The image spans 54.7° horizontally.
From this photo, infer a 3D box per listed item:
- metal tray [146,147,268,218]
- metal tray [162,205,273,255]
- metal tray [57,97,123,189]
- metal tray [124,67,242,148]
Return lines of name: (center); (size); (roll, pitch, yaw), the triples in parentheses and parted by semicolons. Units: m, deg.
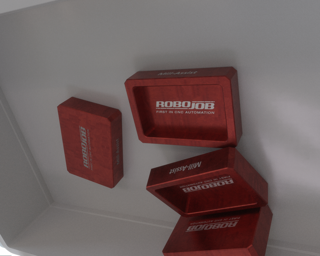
metal tray: (0.059, 0.075, 0.399); (0.130, 0.030, 0.090); (-21, 129, 36)
metal tray: (0.076, 0.140, 0.412); (0.130, 0.090, 0.030); (-20, 107, 36)
metal tray: (-0.104, 0.024, 0.475); (0.090, 0.030, 0.129); (16, 125, 19)
metal tray: (0.028, -0.024, 0.375); (0.130, 0.030, 0.089); (2, 120, 27)
